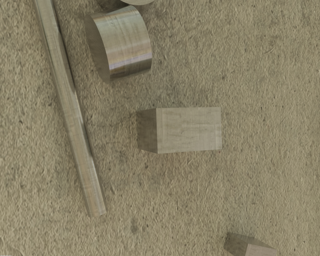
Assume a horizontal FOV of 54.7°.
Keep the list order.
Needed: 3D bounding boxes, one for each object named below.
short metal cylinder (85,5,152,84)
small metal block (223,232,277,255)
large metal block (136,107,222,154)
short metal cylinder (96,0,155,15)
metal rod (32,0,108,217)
[{"bbox_3d":[-0.050,-0.097,0.362,0.050,0.080,0.080,-20,97,-19],"label":"short metal cylinder"},{"bbox_3d":[0.128,0.174,0.444,0.050,0.050,0.025,18,84,-19],"label":"small metal block"},{"bbox_3d":[0.021,0.001,0.388,0.081,0.080,0.050,-2,91,-20],"label":"large metal block"},{"bbox_3d":[-0.039,-0.181,0.381,0.081,0.050,0.080,0,89,-20],"label":"short metal cylinder"},{"bbox_3d":[-0.110,-0.040,0.368,0.025,0.025,0.298,-15,95,-20],"label":"metal rod"}]
